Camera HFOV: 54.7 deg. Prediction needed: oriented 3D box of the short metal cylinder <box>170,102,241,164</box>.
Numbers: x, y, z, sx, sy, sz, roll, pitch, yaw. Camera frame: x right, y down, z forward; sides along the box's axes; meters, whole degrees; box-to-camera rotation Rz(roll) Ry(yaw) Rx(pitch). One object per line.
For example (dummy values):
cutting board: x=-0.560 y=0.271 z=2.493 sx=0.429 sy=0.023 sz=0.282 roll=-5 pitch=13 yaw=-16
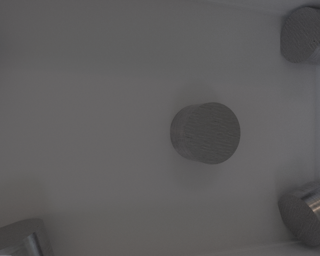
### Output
short metal cylinder: x=0.060 y=0.007 z=0.419 sx=0.081 sy=0.050 sz=0.080 roll=0 pitch=90 yaw=-20

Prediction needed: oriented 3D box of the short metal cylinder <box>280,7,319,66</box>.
short metal cylinder: x=0.229 y=-0.136 z=0.465 sx=0.050 sy=0.080 sz=0.080 roll=0 pitch=90 yaw=-20

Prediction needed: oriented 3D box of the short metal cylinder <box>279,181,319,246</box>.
short metal cylinder: x=0.228 y=0.127 z=0.465 sx=0.050 sy=0.080 sz=0.080 roll=-20 pitch=97 yaw=-19

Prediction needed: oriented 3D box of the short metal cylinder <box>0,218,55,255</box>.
short metal cylinder: x=-0.156 y=0.137 z=0.324 sx=0.081 sy=0.080 sz=0.050 roll=-17 pitch=96 yaw=-19
